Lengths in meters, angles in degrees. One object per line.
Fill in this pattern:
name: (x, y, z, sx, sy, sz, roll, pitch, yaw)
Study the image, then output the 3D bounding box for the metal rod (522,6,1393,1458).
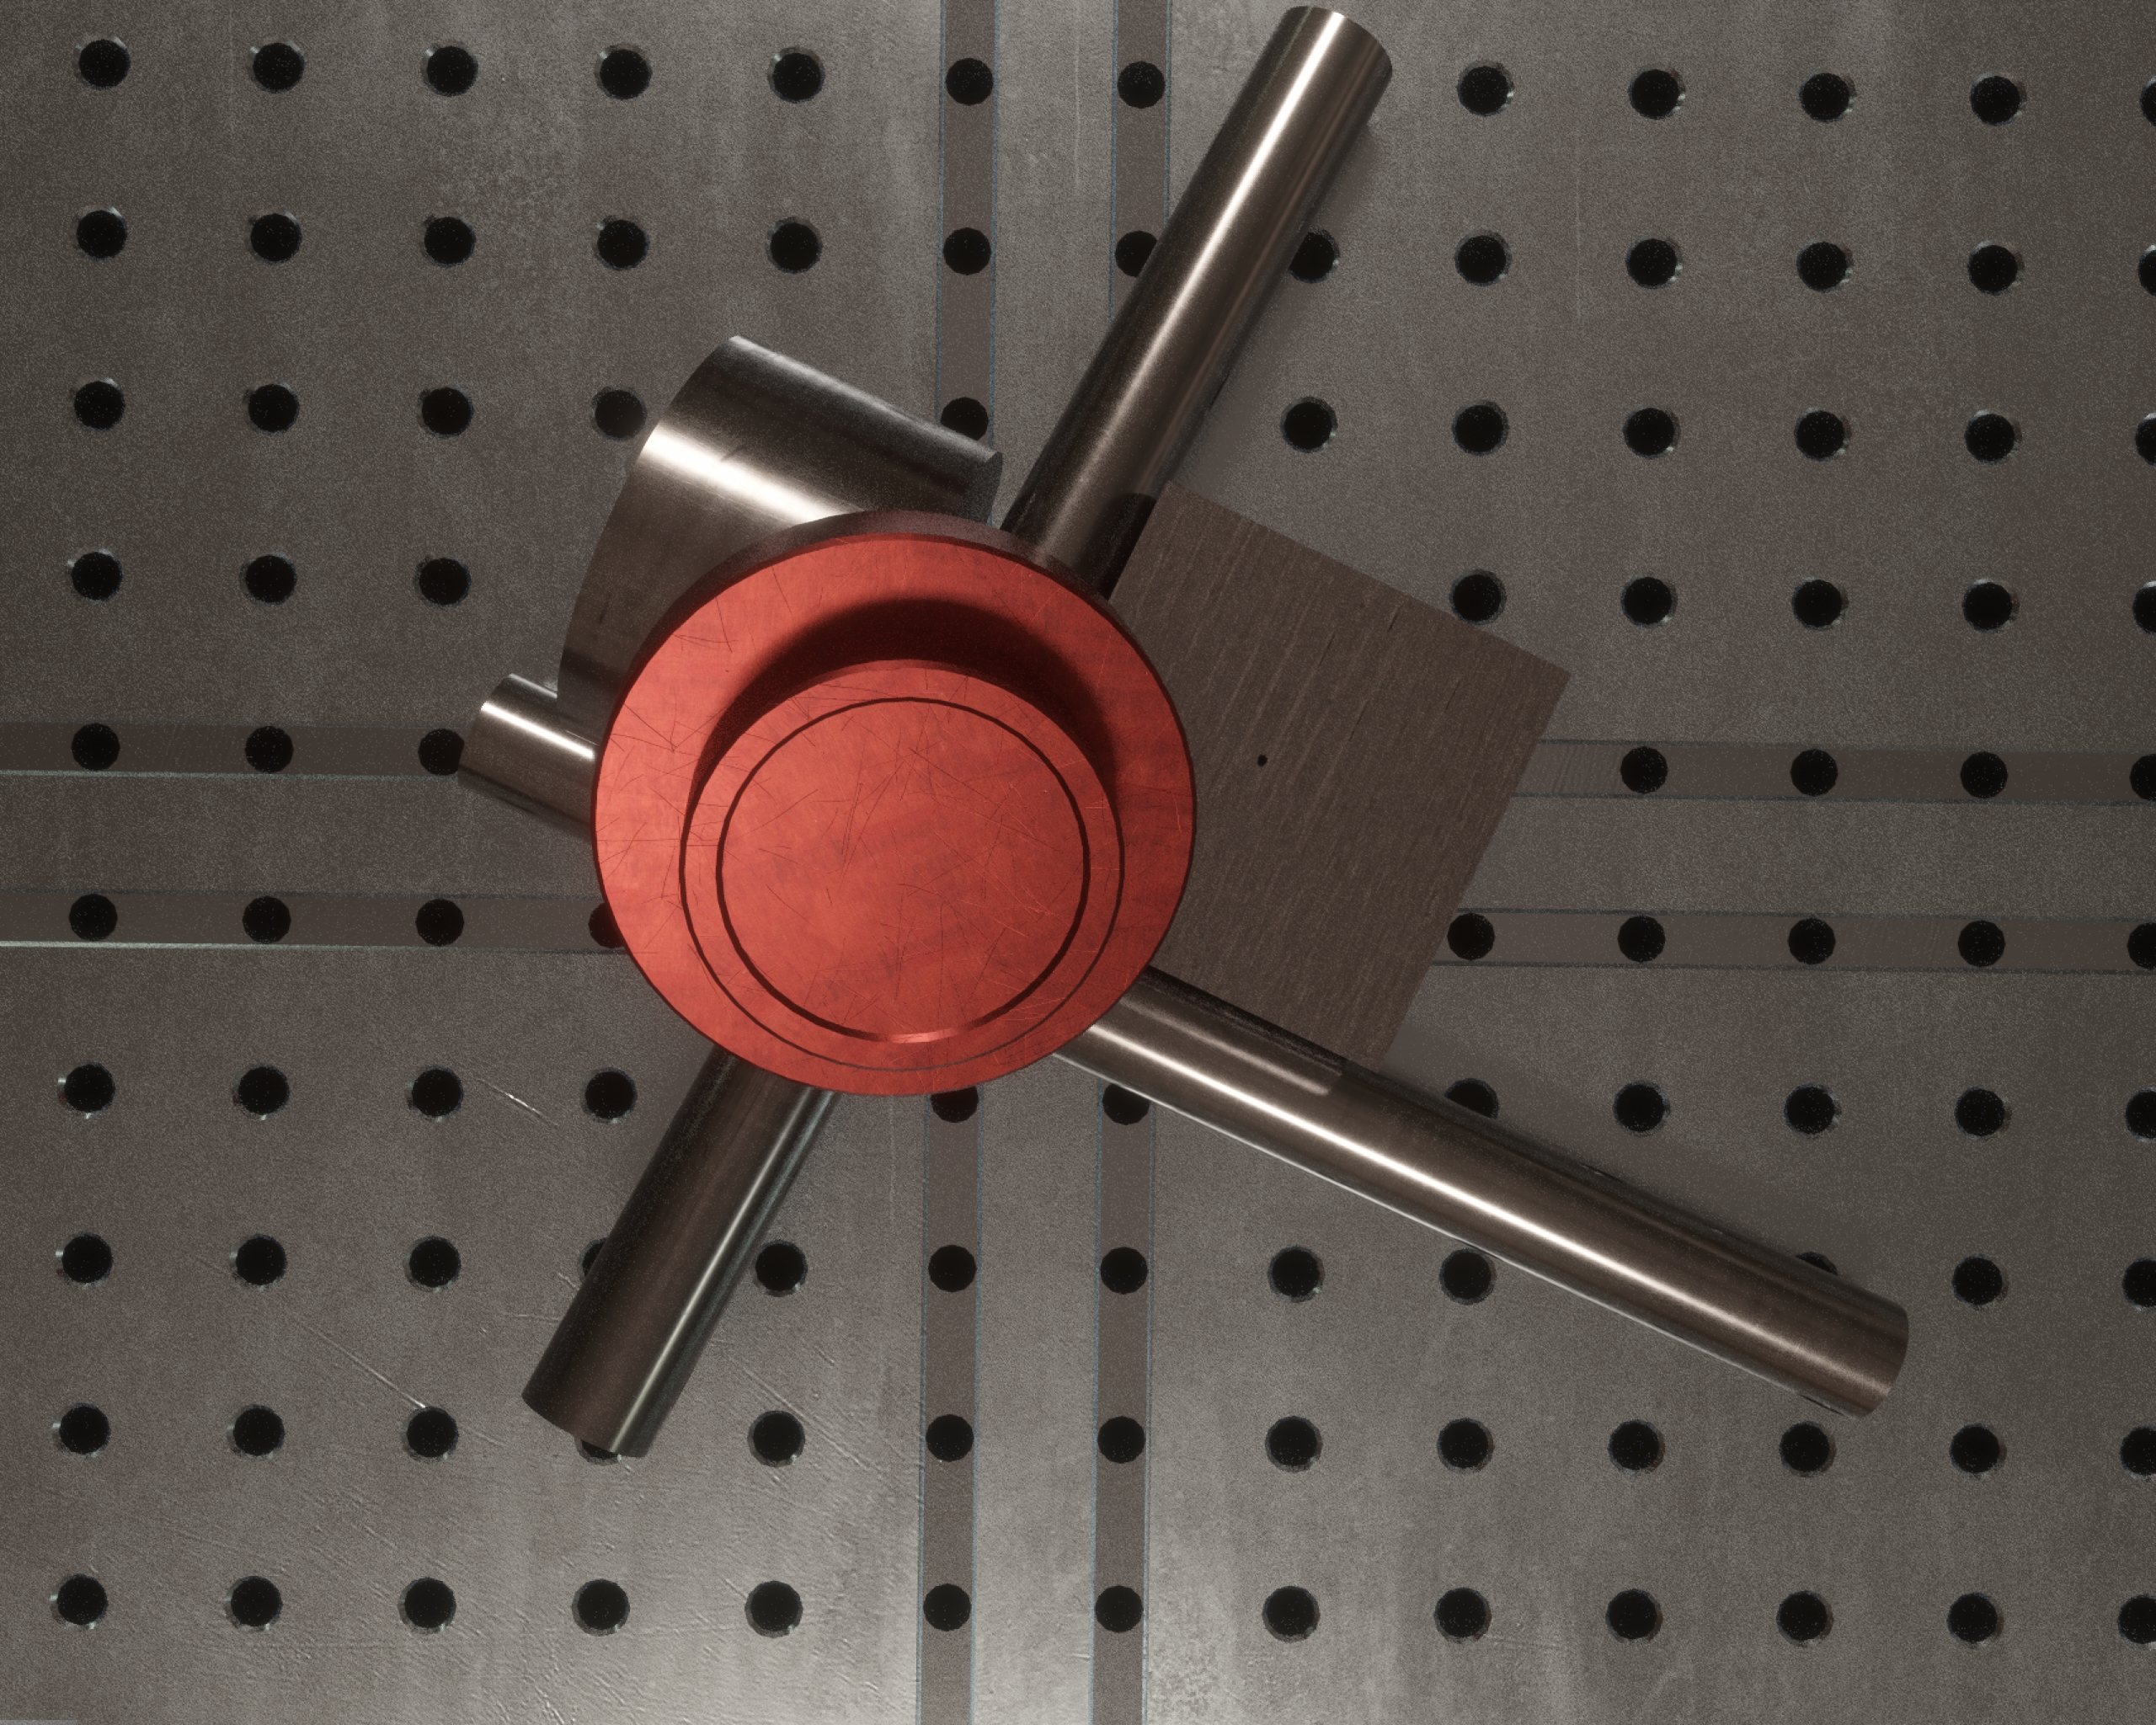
metal rod: (-0.019, -0.030, 0.394, 0.025, 0.025, 0.299, 28, 82, -1)

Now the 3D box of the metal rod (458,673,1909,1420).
metal rod: (0.021, 0.037, 0.413, 0.301, 0.025, 0.025, 25, 90, -1)

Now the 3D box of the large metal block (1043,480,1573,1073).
large metal block: (0.035, -0.016, 0.398, 0.080, 0.050, 0.080, 26, 90, -1)

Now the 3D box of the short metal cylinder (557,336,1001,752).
short metal cylinder: (-0.054, -0.049, 0.384, 0.050, 0.080, 0.080, 25, 90, -1)

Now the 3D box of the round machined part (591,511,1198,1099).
round machined part: (-0.029, -0.005, 0.339, 0.099, 0.042, 0.097, -3, 110, -7)
